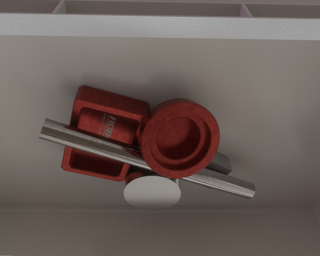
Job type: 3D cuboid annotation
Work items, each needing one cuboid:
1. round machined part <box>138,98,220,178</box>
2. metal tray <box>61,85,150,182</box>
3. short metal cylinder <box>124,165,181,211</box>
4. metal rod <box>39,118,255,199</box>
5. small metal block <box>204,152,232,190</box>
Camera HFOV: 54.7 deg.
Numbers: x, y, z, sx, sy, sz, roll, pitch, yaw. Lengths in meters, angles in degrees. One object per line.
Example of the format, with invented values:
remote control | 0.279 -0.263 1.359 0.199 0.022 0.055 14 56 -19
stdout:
round machined part | 0.021 0.010 0.389 0.099 0.042 0.097 -4 109 -13
metal tray | -0.075 0.013 0.413 0.091 0.030 0.129 14 129 -13
short metal cylinder | -0.011 0.078 0.456 0.081 0.050 0.079 0 130 0
metal rod | -0.002 0.046 0.409 0.302 0.025 0.025 19 128 -19
small metal block | 0.069 0.060 0.459 0.050 0.025 0.050 25 126 -20
